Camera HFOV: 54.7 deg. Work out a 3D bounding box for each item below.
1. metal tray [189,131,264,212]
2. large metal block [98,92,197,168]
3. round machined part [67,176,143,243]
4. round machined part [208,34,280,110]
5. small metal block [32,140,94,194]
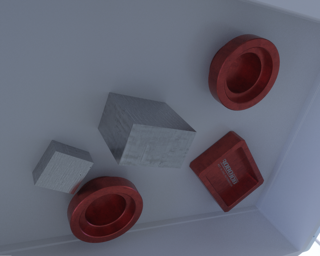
[{"bbox_3d":[0.115,0.077,0.518,0.090,0.030,0.130,-39,130,-3],"label":"metal tray"},{"bbox_3d":[-0.018,0.003,0.366,0.081,0.080,0.050,8,115,-32],"label":"large metal block"},{"bbox_3d":[-0.076,0.105,0.422,0.099,0.042,0.097,-14,125,-21],"label":"round machined part"},{"bbox_3d":[0.105,-0.076,0.411,0.099,0.042,0.097,-14,125,-21],"label":"round machined part"},{"bbox_3d":[-0.117,0.048,0.375,0.050,0.025,0.050,25,104,-37],"label":"small metal block"}]
